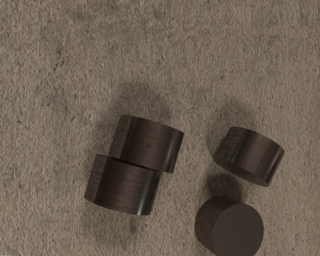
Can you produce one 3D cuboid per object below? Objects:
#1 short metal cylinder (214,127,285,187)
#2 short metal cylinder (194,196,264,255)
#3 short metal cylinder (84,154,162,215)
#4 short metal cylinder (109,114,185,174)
[{"bbox_3d":[0.122,0.040,0.426,0.080,0.080,0.050,32,80,-18],"label":"short metal cylinder"},{"bbox_3d":[0.096,0.140,0.433,0.081,0.050,0.079,0,90,-21],"label":"short metal cylinder"},{"bbox_3d":[-0.043,0.065,0.365,0.081,0.080,0.050,17,84,-20],"label":"short metal cylinder"},{"bbox_3d":[-0.016,0.020,0.375,0.081,0.080,0.050,18,84,-20],"label":"short metal cylinder"}]
